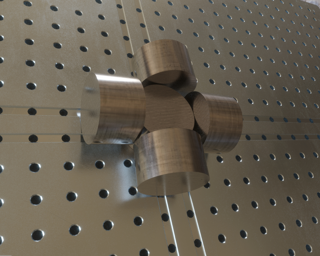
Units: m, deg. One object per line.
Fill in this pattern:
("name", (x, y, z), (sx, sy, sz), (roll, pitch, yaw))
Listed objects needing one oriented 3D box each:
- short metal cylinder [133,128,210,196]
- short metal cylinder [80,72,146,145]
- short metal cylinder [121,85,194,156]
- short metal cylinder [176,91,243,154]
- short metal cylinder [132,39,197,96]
("short metal cylinder", (0.012, 0.041, 0.353), (0.081, 0.080, 0.050), (6, 59, -25))
("short metal cylinder", (-0.056, -0.021, 0.355), (0.050, 0.080, 0.080), (2, 61, -28))
("short metal cylinder", (-0.004, -0.008, 0.395), (0.081, 0.050, 0.080), (14, 55, -22))
("short metal cylinder", (0.063, -0.006, 0.411), (0.050, 0.080, 0.080), (4, 60, -27))
("short metal cylinder", (0.005, -0.073, 0.419), (0.081, 0.080, 0.050), (3, 60, -27))
